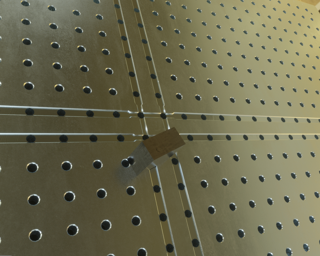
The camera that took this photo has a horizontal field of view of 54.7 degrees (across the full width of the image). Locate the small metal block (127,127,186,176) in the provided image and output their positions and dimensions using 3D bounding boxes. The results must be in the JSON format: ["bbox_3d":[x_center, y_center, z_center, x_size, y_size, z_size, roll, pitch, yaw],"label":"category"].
[{"bbox_3d":[-0.005,0.028,0.373,0.050,0.050,0.025,-24,75,-37],"label":"small metal block"}]
